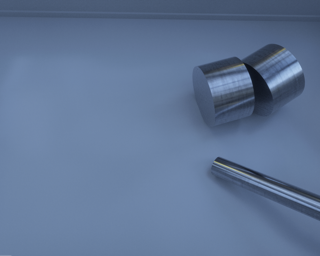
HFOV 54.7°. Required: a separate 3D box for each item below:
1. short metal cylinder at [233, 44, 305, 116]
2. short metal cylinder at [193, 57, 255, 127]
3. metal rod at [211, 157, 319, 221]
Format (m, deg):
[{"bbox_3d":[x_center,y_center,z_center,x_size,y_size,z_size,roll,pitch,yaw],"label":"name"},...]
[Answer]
[{"bbox_3d":[0.138,-0.062,0.405,0.050,0.080,0.080,-32,73,-11],"label":"short metal cylinder"},{"bbox_3d":[0.079,-0.046,0.398,0.050,0.080,0.080,-16,71,-6],"label":"short metal cylinder"},{"bbox_3d":[0.186,0.091,0.308,0.300,0.025,0.025,20,69,36],"label":"metal rod"}]
